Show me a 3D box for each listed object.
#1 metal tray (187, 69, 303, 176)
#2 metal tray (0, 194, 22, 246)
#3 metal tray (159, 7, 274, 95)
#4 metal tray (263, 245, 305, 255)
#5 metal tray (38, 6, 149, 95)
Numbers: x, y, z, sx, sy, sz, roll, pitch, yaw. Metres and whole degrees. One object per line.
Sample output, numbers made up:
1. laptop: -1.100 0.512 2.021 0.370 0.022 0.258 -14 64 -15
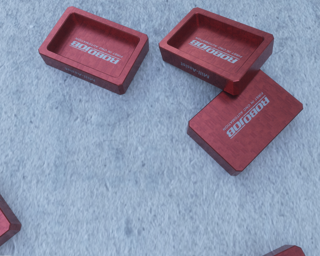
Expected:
1. metal tray: 0.111 -0.012 0.411 0.130 0.030 0.090 -42 76 -14
2. metal tray: -0.242 0.097 0.366 0.090 0.030 0.130 -39 75 -13
3. metal tray: 0.075 -0.110 0.427 0.130 0.030 0.090 32 72 27
4. metal tray: 0.139 0.206 0.331 0.091 0.030 0.130 -22 72 -8
5. metal tray: -0.092 -0.113 0.445 0.130 0.030 0.090 23 71 8
